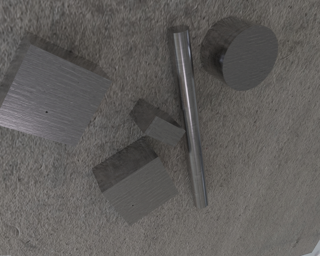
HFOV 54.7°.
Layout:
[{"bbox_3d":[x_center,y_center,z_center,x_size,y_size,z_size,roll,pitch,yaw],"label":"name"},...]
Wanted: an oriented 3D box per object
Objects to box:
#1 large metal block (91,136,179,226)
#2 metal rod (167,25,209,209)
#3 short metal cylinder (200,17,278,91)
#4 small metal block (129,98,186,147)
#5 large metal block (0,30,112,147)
[{"bbox_3d":[-0.032,0.072,0.418,0.080,0.050,0.080,-33,129,-7],"label":"large metal block"},{"bbox_3d":[0.045,0.007,0.435,0.025,0.025,0.298,-23,127,-15],"label":"metal rod"},{"bbox_3d":[0.098,-0.093,0.387,0.081,0.050,0.079,-14,124,-21],"label":"short metal cylinder"},{"bbox_3d":[-0.004,-0.007,0.385,0.050,0.050,0.025,27,104,-37],"label":"small metal block"},{"bbox_3d":[-0.108,-0.037,0.309,0.080,0.050,0.080,22,107,-36],"label":"large metal block"}]
